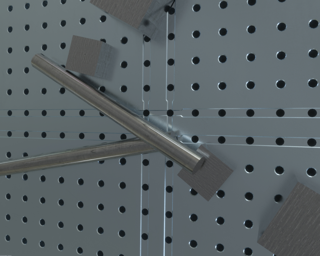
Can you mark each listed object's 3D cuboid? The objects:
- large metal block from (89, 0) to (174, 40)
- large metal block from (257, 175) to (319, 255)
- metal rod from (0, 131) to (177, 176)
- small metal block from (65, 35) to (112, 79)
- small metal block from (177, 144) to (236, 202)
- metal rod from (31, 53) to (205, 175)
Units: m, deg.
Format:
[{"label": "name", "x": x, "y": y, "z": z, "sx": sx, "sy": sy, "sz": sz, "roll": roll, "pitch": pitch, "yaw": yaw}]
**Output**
[{"label": "large metal block", "x": -0.032, "y": -0.177, "z": 0.410, "sx": 0.080, "sy": 0.050, "sz": 0.080, "roll": 34, "pitch": 101, "yaw": 17}, {"label": "large metal block", "x": 0.165, "y": 0.110, "z": 0.341, "sx": 0.080, "sy": 0.050, "sz": 0.080, "roll": 32, "pitch": 100, "yaw": 17}, {"label": "metal rod", "x": -0.121, "y": 0.041, "z": 0.455, "sx": 0.301, "sy": 0.025, "sz": 0.025, "roll": -10, "pitch": 87, "yaw": 19}, {"label": "small metal block", "x": -0.104, "y": -0.103, "z": 0.449, "sx": 0.050, "sy": 0.025, "sz": 0.050, "roll": 17, "pitch": 96, "yaw": 19}, {"label": "small metal block", "x": 0.059, "y": 0.055, "z": 0.392, "sx": 0.050, "sy": 0.025, "sz": 0.050, "roll": 40, "pitch": 102, "yaw": 15}, {"label": "metal rod", "x": -0.072, "y": -0.030, "z": 0.420, "sx": 0.300, "sy": 0.025, "sz": 0.025, "roll": 32, "pitch": 101, "yaw": 23}]
